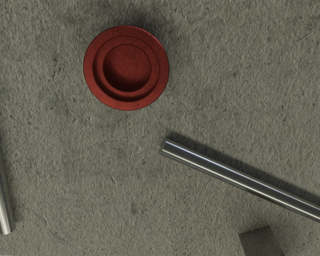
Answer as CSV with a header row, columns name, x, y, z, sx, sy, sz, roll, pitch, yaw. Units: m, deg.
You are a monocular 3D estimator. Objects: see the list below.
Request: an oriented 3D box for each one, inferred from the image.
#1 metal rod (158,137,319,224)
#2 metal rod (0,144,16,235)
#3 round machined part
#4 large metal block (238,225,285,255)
name,x,y,z,sx,sy,sz,roll,pitch,yaw
metal rod,0.139,0.085,0.442,0.302,0.025,0.025,24,108,-9
metal rod,-0.229,0.011,0.410,0.025,0.025,0.298,0,110,0
round machined part,-0.038,-0.073,0.373,0.099,0.042,0.097,0,110,-1
large metal block,0.161,0.208,0.460,0.050,0.080,0.080,-20,109,7
